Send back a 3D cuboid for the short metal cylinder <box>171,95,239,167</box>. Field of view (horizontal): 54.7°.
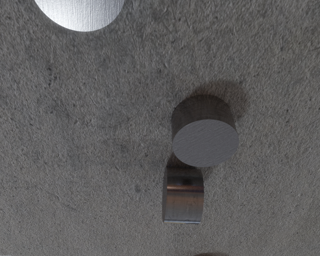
[{"bbox_3d":[0.055,0.004,0.395,0.081,0.050,0.079,0,130,0],"label":"short metal cylinder"}]

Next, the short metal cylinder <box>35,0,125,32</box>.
[{"bbox_3d":[-0.069,-0.134,0.276,0.081,0.050,0.079,0,130,0],"label":"short metal cylinder"}]

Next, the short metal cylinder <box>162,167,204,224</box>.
[{"bbox_3d":[0.032,0.099,0.456,0.050,0.080,0.079,4,130,-3],"label":"short metal cylinder"}]
